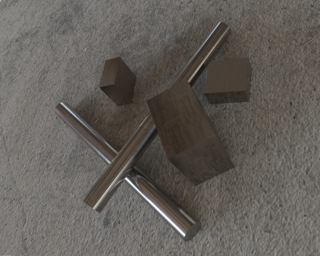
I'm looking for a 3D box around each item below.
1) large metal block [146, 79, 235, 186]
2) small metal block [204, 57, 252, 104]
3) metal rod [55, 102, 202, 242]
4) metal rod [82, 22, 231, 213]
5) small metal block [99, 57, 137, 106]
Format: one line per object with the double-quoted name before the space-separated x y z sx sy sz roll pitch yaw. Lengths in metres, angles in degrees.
"large metal block" 0.035 0.007 0.345 0.050 0.080 0.080 -28 52 10
"small metal block" 0.088 -0.059 0.394 0.050 0.025 0.050 -1 61 27
"metal rod" -0.062 0.038 0.411 0.025 0.025 0.300 -49 52 -7
"metal rod" 0.007 -0.026 0.394 0.025 0.025 0.300 22 67 36
"small metal block" -0.061 -0.068 0.460 0.025 0.050 0.050 -8 58 24
